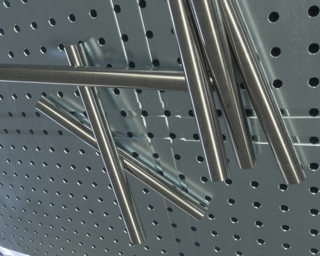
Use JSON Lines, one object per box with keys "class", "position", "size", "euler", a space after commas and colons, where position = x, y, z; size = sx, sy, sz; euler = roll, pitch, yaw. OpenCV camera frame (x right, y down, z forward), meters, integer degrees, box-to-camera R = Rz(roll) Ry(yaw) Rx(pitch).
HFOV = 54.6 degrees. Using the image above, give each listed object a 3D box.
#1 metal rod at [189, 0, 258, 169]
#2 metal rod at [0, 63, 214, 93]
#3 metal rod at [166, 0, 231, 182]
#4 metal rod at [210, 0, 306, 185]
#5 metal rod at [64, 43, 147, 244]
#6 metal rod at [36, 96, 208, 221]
{"class": "metal rod", "position": [0.056, -0.078, 0.309], "size": [0.025, 0.025, 0.299], "euler": [-4, 124, 30]}
{"class": "metal rod", "position": [-0.085, -0.064, 0.384], "size": [0.301, 0.025, 0.025], "euler": [5, 121, 14]}
{"class": "metal rod", "position": [0.030, -0.084, 0.317], "size": [0.025, 0.025, 0.299], "euler": [-6, 107, 31]}
{"class": "metal rod", "position": [0.091, -0.068, 0.321], "size": [0.025, 0.025, 0.299], "euler": [-16, 110, 34]}
{"class": "metal rod", "position": [-0.073, 0.032, 0.441], "size": [0.025, 0.025, 0.299], "euler": [-8, 106, 32]}
{"class": "metal rod", "position": [-0.061, 0.043, 0.470], "size": [0.300, 0.025, 0.025], "euler": [34, 129, 6]}
